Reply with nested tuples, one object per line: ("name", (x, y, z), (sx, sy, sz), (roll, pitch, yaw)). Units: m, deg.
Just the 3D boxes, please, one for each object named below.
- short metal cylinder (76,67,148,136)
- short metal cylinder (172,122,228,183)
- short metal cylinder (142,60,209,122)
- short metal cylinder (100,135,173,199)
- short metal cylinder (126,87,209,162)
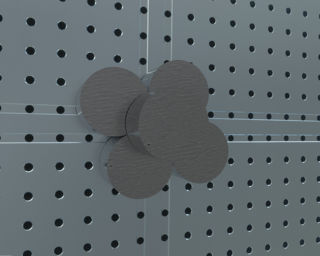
("short metal cylinder", (-0.059, -0.030, 0.377), (0.081, 0.050, 0.079), (0, 90, -21))
("short metal cylinder", (0.044, 0.030, 0.416), (0.081, 0.050, 0.079), (0, 90, -21))
("short metal cylinder", (0.016, -0.044, 0.406), (0.081, 0.050, 0.079), (0, 90, -21))
("short metal cylinder", (-0.031, 0.044, 0.388), (0.081, 0.050, 0.079), (0, 90, -21))
("short metal cylinder", (0.007, -0.004, 0.348), (0.081, 0.050, 0.079), (-1, 92, -21))
